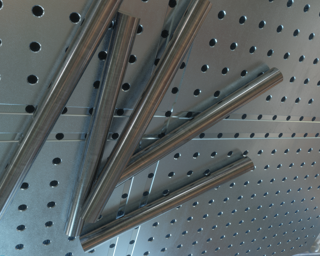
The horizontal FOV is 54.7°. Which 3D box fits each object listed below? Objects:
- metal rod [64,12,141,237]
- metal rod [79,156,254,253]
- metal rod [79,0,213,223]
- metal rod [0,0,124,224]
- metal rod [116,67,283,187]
[{"bbox_3d":[-0.077,0.013,0.377,0.025,0.025,0.298,5,116,-31],"label":"metal rod"},{"bbox_3d":[0.020,0.117,0.496,0.302,0.025,0.025,-23,127,-15],"label":"metal rod"},{"bbox_3d":[-0.022,-0.015,0.375,0.025,0.025,0.299,22,102,-37],"label":"metal rod"},{"bbox_3d":[-0.122,-0.015,0.335,0.025,0.025,0.299,23,106,-37],"label":"metal rod"},{"bbox_3d":[0.047,0.000,0.438,0.301,0.025,0.025,-32,129,-8],"label":"metal rod"}]
